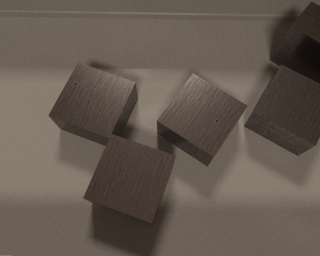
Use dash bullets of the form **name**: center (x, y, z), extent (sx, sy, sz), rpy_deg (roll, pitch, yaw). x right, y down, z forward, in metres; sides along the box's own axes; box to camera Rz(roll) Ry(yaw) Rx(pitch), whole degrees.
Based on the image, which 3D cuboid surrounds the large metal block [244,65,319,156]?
- **large metal block**: center (0.171, -0.023, 0.407), extent (0.080, 0.050, 0.080), rpy_deg (30, 73, 10)

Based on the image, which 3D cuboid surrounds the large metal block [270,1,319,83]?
- **large metal block**: center (0.211, -0.109, 0.423), extent (0.080, 0.080, 0.050), rpy_deg (38, 74, 12)

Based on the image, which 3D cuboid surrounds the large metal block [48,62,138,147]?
- **large metal block**: center (-0.083, -0.028, 0.406), extent (0.080, 0.050, 0.080), rpy_deg (20, 71, 7)

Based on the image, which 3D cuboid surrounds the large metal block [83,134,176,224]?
- **large metal block**: center (-0.033, 0.063, 0.373), extent (0.080, 0.050, 0.080), rpy_deg (19, 71, 6)

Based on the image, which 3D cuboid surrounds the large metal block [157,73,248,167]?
- **large metal block**: center (0.052, -0.010, 0.401), extent (0.080, 0.050, 0.080), rpy_deg (33, 73, 11)
